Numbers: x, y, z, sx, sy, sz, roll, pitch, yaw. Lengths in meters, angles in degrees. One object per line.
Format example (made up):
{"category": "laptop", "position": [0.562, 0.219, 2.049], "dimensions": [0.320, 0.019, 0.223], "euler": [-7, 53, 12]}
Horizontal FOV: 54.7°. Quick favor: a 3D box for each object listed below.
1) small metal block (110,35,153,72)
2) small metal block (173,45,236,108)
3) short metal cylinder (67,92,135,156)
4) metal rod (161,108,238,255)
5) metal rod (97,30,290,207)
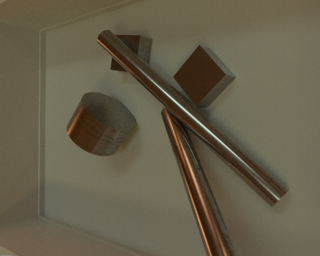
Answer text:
{"category": "small metal block", "position": [-0.041, -0.104, 0.438], "dimensions": [0.050, 0.025, 0.050], "euler": [15, 99, 38]}
{"category": "small metal block", "position": [0.051, -0.060, 0.363], "dimensions": [0.050, 0.025, 0.050], "euler": [-49, 62, 28]}
{"category": "short metal cylinder", "position": [-0.083, -0.006, 0.437], "dimensions": [0.080, 0.081, 0.050], "euler": [50, 119, 28]}
{"category": "metal rod", "position": [0.045, 0.082, 0.291], "dimensions": [0.025, 0.025, 0.300], "euler": [-49, 37, 28]}
{"category": "metal rod", "position": [0.022, -0.027, 0.367], "dimensions": [0.300, 0.025, 0.025], "euler": [45, 117, 23]}
